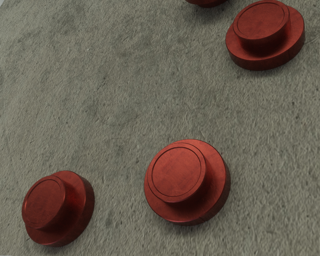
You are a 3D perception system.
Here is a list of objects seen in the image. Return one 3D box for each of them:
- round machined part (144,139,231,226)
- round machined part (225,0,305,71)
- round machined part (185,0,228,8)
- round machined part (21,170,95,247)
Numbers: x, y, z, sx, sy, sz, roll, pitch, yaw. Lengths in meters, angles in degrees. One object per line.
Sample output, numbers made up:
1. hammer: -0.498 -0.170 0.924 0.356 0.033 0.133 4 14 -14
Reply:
1. round machined part: 0.025 0.055 0.346 0.098 0.042 0.098 -13 56 21
2. round machined part: 0.133 -0.126 0.400 0.098 0.042 0.098 -13 56 21
3. round machined part: 0.082 -0.231 0.492 0.098 0.042 0.098 -13 56 21
4. round machined part: -0.139 0.101 0.404 0.098 0.042 0.098 -13 56 21
